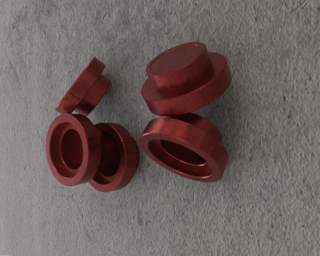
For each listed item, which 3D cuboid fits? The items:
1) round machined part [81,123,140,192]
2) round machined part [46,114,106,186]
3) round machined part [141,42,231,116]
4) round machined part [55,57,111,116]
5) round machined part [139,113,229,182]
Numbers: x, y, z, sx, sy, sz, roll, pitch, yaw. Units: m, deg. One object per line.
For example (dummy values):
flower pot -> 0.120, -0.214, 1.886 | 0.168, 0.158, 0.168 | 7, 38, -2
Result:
round machined part -> -0.068, 0.041, 0.451 | 0.098, 0.042, 0.097 | 0, 90, 40
round machined part -> -0.114, 0.029, 0.432 | 0.098, 0.042, 0.097 | 2, 93, 39
round machined part -> 0.024, -0.059, 0.336 | 0.098, 0.098, 0.042 | 3, 131, 40
round machined part -> -0.110, -0.055, 0.463 | 0.098, 0.042, 0.098 | -46, 19, 22
round machined part -> 0.030, 0.018, 0.346 | 0.098, 0.098, 0.042 | 5, 57, 40
